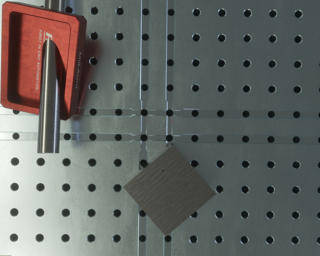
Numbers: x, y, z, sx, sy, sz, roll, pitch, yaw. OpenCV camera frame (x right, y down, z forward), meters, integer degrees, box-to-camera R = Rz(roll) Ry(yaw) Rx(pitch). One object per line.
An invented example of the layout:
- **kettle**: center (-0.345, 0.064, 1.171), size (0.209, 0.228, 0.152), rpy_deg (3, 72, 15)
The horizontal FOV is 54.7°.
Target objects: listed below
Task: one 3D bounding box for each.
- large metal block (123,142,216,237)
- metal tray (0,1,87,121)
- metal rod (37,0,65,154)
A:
- **large metal block**: center (0.012, 0.076, 0.401), size (0.080, 0.050, 0.080), rpy_deg (-40, 90, 0)
- **metal tray**: center (-0.146, -0.081, 0.387), size (0.091, 0.030, 0.129), rpy_deg (12, 111, -1)
- **metal rod**: center (-0.135, -0.117, 0.393), size (0.025, 0.025, 0.298), rpy_deg (0, 82, 0)
